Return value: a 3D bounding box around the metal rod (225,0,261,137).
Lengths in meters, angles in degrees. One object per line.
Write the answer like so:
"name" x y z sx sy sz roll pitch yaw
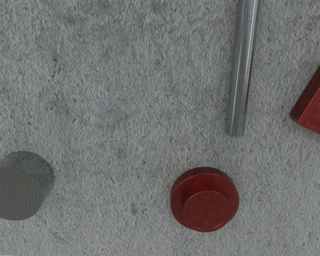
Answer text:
"metal rod" 0.103 -0.133 0.362 0.025 0.025 0.298 1 110 -1

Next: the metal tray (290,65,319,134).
"metal tray" 0.251 -0.024 0.401 0.131 0.030 0.089 23 108 -9

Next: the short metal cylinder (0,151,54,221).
"short metal cylinder" -0.193 0.078 0.422 0.081 0.050 0.079 0 110 -1

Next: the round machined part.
"round machined part" 0.064 0.108 0.442 0.099 0.042 0.097 0 110 -1
